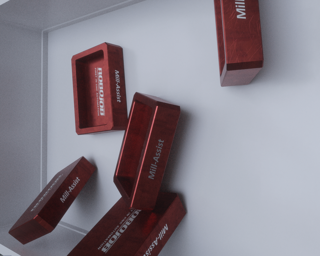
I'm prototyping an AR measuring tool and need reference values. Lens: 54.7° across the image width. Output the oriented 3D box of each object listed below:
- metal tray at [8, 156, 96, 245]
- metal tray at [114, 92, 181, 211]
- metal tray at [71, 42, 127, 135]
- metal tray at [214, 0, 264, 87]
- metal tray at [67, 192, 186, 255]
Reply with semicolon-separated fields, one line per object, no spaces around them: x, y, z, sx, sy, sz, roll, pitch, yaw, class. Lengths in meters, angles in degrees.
-0.163;0.109;0.479;0.090;0.130;0.030;-31;109;35;metal tray
-0.021;0.025;0.391;0.090;0.030;0.129;32;109;65;metal tray
-0.096;-0.057;0.482;0.090;0.030;0.129;-8;85;39;metal tray
0.072;-0.112;0.303;0.030;0.090;0.129;-4;87;7;metal tray
-0.038;0.129;0.372;0.090;0.131;0.030;-5;117;40;metal tray
